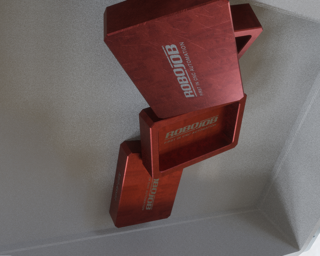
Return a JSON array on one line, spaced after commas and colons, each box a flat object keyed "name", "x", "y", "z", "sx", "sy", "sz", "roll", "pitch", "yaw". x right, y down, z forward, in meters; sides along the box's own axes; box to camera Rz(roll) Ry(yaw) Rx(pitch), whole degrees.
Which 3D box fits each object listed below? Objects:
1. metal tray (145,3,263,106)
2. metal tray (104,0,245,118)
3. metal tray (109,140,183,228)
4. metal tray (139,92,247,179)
[{"name": "metal tray", "x": 0.038, "y": -0.073, "z": 0.335, "sx": 0.091, "sy": 0.030, "sz": 0.129, "roll": -15, "pitch": 162, "yaw": -21}, {"name": "metal tray", "x": 0.020, "y": -0.059, "z": 0.270, "sx": 0.090, "sy": 0.030, "sz": 0.130, "roll": -14, "pitch": 151, "yaw": 13}, {"name": "metal tray", "x": -0.018, "y": 0.079, "z": 0.446, "sx": 0.091, "sy": 0.030, "sz": 0.129, "roll": -2, "pitch": 120, "yaw": -28}, {"name": "metal tray", "x": 0.041, "y": 0.003, "z": 0.385, "sx": 0.131, "sy": 0.030, "sz": 0.089, "roll": -19, "pitch": 133, "yaw": -21}]
